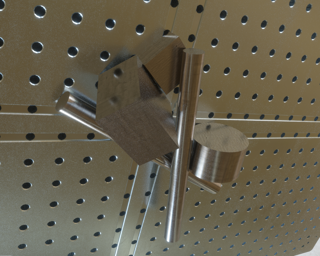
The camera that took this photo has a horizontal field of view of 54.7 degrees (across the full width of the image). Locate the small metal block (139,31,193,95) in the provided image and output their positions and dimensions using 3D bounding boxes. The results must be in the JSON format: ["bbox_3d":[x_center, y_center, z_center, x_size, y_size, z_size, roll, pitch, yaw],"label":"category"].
[{"bbox_3d":[0.009,-0.077,0.369,0.050,0.025,0.050,-41,130,-1],"label":"small metal block"}]

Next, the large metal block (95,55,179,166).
[{"bbox_3d":[-0.024,-0.019,0.342,0.050,0.080,0.080,-25,131,15],"label":"large metal block"}]

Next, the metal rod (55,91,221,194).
[{"bbox_3d":[-0.007,0.035,0.429,0.301,0.025,0.025,33,100,-38],"label":"metal rod"}]

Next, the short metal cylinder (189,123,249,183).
[{"bbox_3d":[0.079,0.033,0.439,0.081,0.080,0.050,-7,121,-25],"label":"short metal cylinder"}]

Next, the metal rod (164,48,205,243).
[{"bbox_3d":[0.029,0.043,0.419,0.025,0.025,0.298,-10,123,-23],"label":"metal rod"}]
